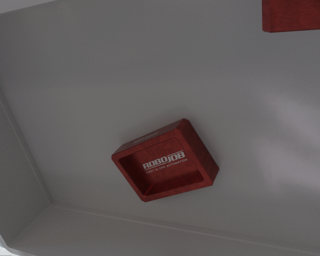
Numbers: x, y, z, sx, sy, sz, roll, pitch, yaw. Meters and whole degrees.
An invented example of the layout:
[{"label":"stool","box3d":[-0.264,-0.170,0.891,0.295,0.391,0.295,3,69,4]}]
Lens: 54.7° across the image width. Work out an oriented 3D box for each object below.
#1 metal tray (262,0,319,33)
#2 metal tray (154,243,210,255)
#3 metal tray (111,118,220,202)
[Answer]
[{"label":"metal tray","box3d":[0.127,-0.099,0.213,0.090,0.131,0.030,4,120,26]},{"label":"metal tray","box3d":[0.051,0.266,0.546,0.090,0.030,0.129,-2,118,29]},{"label":"metal tray","box3d":[0.004,0.050,0.433,0.130,0.030,0.090,-24,106,36]}]
